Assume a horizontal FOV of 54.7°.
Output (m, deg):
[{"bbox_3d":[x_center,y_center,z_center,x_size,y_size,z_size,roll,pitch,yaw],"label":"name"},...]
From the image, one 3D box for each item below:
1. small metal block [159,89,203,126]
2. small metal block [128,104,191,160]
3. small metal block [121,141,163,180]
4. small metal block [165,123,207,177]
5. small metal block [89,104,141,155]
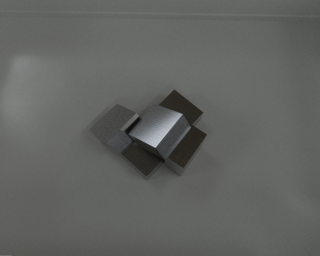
[{"bbox_3d":[0.021,-0.014,0.413,0.050,0.025,0.050,40,75,13],"label":"small metal block"},{"bbox_3d":[-0.001,0.003,0.367,0.050,0.025,0.050,24,68,44],"label":"small metal block"},{"bbox_3d":[-0.018,0.030,0.397,0.050,0.025,0.050,40,75,13],"label":"small metal block"},{"bbox_3d":[0.031,0.028,0.384,0.025,0.050,0.050,34,73,11],"label":"small metal block"},{"bbox_3d":[-0.054,0.000,0.394,0.050,0.025,0.050,-46,38,-15],"label":"small metal block"}]
